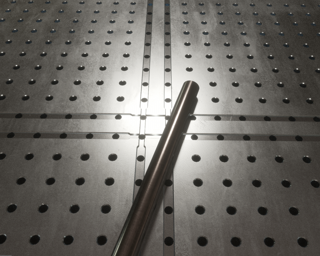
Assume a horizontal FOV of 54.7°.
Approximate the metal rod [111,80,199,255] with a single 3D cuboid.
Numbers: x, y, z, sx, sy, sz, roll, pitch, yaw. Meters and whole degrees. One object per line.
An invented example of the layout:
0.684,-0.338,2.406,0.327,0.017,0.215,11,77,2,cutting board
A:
-0.001,0.048,0.367,0.025,0.025,0.300,15,51,11,metal rod
